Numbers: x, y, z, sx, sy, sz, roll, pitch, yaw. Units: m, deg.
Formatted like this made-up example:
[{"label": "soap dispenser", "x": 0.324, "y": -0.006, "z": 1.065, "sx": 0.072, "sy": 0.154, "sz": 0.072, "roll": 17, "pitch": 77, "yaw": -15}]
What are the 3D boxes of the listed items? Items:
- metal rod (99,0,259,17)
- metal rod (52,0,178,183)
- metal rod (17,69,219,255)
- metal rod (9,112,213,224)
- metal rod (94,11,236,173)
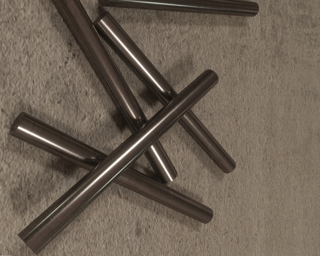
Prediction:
[{"label": "metal rod", "x": 0.049, "y": -0.180, "z": 0.447, "sx": 0.302, "sy": 0.025, "sz": 0.025, "roll": -14, "pitch": 99, "yaw": -39}, {"label": "metal rod", "x": -0.055, "y": -0.055, "z": 0.360, "sx": 0.025, "sy": 0.025, "sz": 0.299, "roll": -44, "pitch": 117, "yaw": -31}, {"label": "metal rod", "x": -0.023, "y": 0.016, "z": 0.352, "sx": 0.302, "sy": 0.025, "sz": 0.025, "roll": -43, "pitch": 116, "yaw": -32}, {"label": "metal rod", "x": -0.033, "y": 0.063, "z": 0.379, "sx": 0.301, "sy": 0.025, "sz": 0.025, "roll": 34, "pitch": 69, "yaw": -35}, {"label": "metal rod", "x": 0.022, "y": -0.030, "z": 0.424, "sx": 0.300, "sy": 0.025, "sz": 0.025, "roll": 46, "pitch": 62, "yaw": -31}]
